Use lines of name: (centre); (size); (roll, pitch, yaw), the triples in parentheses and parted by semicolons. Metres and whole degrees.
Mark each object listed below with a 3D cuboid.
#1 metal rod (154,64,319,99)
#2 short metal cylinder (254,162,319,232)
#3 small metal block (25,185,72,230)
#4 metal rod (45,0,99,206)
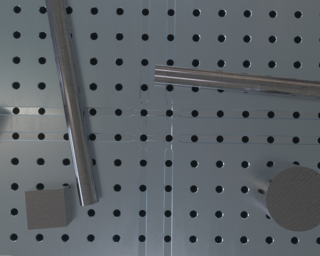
metal rod: (0.144, -0.058, 0.414); (0.302, 0.025, 0.025); (6, 90, 0)
short metal cylinder: (0.170, 0.087, 0.402); (0.081, 0.050, 0.079); (0, 90, 0)
small metal block: (-0.147, 0.105, 0.412); (0.050, 0.025, 0.050); (-5, 90, 0)
metal rod: (-0.119, -0.047, 0.412); (0.025, 0.025, 0.298); (-10, 90, 0)
